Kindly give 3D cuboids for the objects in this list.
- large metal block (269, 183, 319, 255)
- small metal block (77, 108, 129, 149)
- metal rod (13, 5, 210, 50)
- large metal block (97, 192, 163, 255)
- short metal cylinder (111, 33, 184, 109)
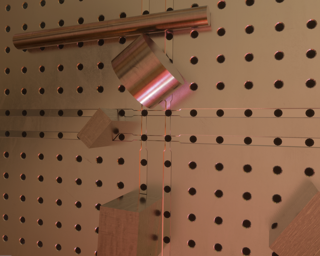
[{"bbox_3d":[0.178,0.120,0.337,0.080,0.050,0.080,38,102,15],"label":"large metal block"},{"bbox_3d":[-0.077,0.000,0.425,0.025,0.050,0.050,45,104,14],"label":"small metal block"},{"bbox_3d":[-0.081,-0.139,0.439,0.301,0.025,0.025,-1,90,19],"label":"metal rod"},{"bbox_3d":[-0.036,0.133,0.395,0.050,0.080,0.079,4,92,20],"label":"large metal block"},{"bbox_3d":[-0.014,-0.071,0.388,0.050,0.080,0.080,-38,78,16],"label":"short metal cylinder"}]
